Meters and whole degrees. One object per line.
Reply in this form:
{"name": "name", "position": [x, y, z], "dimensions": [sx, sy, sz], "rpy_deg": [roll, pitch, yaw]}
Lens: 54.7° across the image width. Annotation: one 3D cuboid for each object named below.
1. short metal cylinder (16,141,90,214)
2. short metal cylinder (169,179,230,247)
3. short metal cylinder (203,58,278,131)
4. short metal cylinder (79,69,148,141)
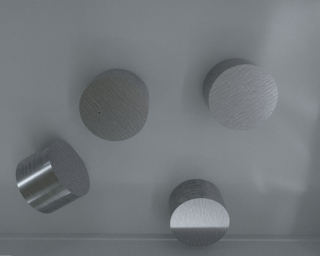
{"name": "short metal cylinder", "position": [-0.137, 0.063, 0.403], "dimensions": [0.050, 0.080, 0.080], "rpy_deg": [-30, 108, 10]}
{"name": "short metal cylinder", "position": [0.054, 0.121, 0.443], "dimensions": [0.081, 0.050, 0.079], "rpy_deg": [0, 110, -1]}
{"name": "short metal cylinder", "position": [0.097, -0.043, 0.384], "dimensions": [0.081, 0.050, 0.079], "rpy_deg": [0, 110, -1]}
{"name": "short metal cylinder", "position": [-0.054, -0.030, 0.386], "dimensions": [0.081, 0.050, 0.079], "rpy_deg": [0, 110, -1]}
